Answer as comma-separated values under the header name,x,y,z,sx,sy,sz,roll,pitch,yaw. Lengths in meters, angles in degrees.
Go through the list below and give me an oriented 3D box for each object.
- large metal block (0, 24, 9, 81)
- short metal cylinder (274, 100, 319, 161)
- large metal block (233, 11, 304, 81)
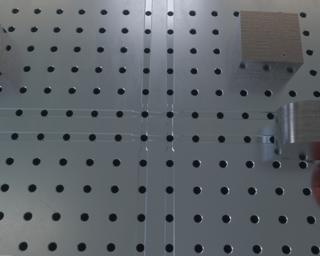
name,x,y,z,sx,sy,sz,roll,pitch,yaw
large metal block,-0.267,-0.110,0.437,0.081,0.050,0.080,-8,70,-3
short metal cylinder,0.183,0.006,0.382,0.080,0.080,0.050,6,70,2
large metal block,0.150,-0.116,0.442,0.080,0.050,0.080,3,70,1
